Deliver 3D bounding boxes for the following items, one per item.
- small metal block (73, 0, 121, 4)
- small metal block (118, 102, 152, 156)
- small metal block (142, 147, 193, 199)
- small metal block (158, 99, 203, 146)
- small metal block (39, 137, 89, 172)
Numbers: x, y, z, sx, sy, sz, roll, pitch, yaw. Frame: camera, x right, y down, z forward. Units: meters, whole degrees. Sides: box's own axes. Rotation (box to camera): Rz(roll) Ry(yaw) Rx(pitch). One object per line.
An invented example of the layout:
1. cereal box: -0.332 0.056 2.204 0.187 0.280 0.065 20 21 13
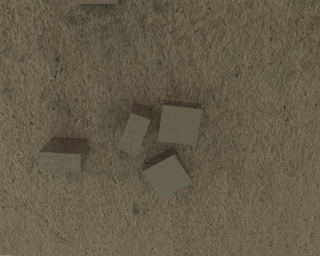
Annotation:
1. small metal block: -0.072 -0.166 0.348 0.050 0.025 0.050 -1 110 0
2. small metal block: -0.031 -0.001 0.396 0.025 0.050 0.050 19 109 -7
3. small metal block: 0.010 0.063 0.433 0.050 0.025 0.050 -29 108 10
4. small metal block: 0.025 -0.007 0.407 0.050 0.025 0.050 7 110 -3
5. small metal block: -0.124 0.034 0.408 0.050 0.050 0.025 3 110 -2
